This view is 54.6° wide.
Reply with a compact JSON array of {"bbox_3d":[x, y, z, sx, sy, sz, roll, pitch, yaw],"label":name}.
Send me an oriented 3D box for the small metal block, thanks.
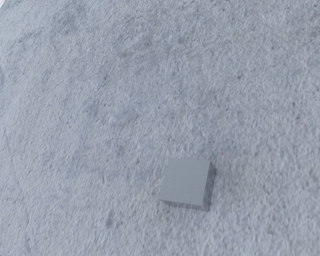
[{"bbox_3d":[0.032,0.063,0.349,0.050,0.025,0.050,1,62,28],"label":"small metal block"}]
